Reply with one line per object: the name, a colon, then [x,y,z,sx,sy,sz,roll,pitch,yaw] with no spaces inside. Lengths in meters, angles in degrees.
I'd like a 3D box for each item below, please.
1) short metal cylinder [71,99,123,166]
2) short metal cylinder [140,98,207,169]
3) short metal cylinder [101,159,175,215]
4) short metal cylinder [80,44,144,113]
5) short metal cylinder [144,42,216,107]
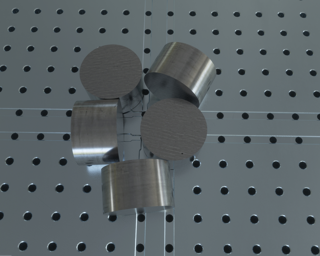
short metal cylinder: [-0.074,0.005,0.381,0.050,0.080,0.080,-2,70,-1]
short metal cylinder: [0.016,0.008,0.395,0.081,0.050,0.080,0,70,-1]
short metal cylinder: [-0.026,0.070,0.356,0.081,0.080,0.050,-6,71,-2]
short metal cylinder: [-0.063,-0.065,0.421,0.080,0.050,0.080,0,70,1]
short metal cylinder: [0.026,-0.066,0.407,0.080,0.080,0.050,27,72,9]
